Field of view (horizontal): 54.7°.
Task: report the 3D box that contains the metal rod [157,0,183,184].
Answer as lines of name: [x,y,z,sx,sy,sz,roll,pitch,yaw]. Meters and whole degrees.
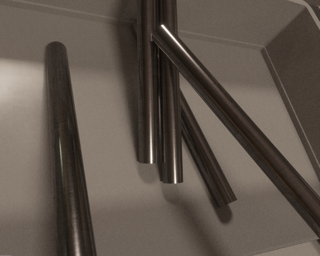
metal rod: [0.011,-0.083,0.386,0.025,0.025,0.298,0,86,-29]

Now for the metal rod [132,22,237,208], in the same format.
metal rod: [0.027,-0.032,0.441,0.025,0.025,0.299,-13,68,-34]

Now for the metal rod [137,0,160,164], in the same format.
metal rod: [-0.015,-0.107,0.379,0.025,0.025,0.298,-1,89,-29]

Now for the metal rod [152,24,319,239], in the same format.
metal rod: [0.087,0.002,0.319,0.025,0.025,0.299,-24,68,-37]

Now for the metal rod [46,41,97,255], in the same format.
metal rod: [-0.091,-0.004,0.290,0.025,0.025,0.300,6,37,-26]
